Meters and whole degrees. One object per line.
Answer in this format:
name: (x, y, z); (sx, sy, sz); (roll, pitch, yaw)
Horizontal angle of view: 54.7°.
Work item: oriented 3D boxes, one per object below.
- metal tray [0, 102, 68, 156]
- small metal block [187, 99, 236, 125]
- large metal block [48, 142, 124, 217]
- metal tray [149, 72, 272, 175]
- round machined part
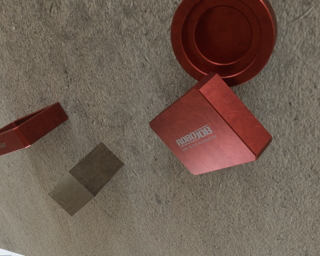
metal tray: (-0.217, 0.006, 0.483); (0.130, 0.090, 0.030); (-15, 111, 34)
small metal block: (0.060, -0.009, 0.369); (0.050, 0.025, 0.050); (14, 124, 20)
large metal block: (-0.114, 0.079, 0.480); (0.050, 0.080, 0.080); (45, 129, -3)
metal tray: (0.047, 0.003, 0.345); (0.090, 0.030, 0.130); (48, 154, -3)
round machined part: (0.064, -0.093, 0.305); (0.098, 0.042, 0.097); (13, 124, 20)
